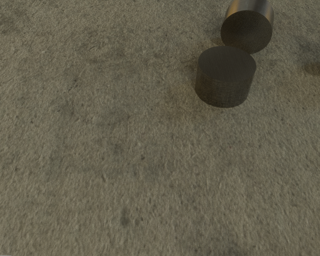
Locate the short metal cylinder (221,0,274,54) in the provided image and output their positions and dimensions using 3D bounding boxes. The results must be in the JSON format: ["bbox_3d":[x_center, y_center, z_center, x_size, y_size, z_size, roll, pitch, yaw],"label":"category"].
[{"bbox_3d":[0.145,-0.170,0.512,0.080,0.080,0.050,13,51,10],"label":"short metal cylinder"}]

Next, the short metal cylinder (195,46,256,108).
[{"bbox_3d":[0.094,-0.075,0.451,0.081,0.050,0.080,0,50,0],"label":"short metal cylinder"}]
